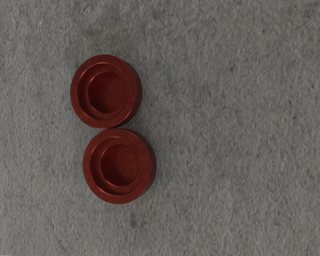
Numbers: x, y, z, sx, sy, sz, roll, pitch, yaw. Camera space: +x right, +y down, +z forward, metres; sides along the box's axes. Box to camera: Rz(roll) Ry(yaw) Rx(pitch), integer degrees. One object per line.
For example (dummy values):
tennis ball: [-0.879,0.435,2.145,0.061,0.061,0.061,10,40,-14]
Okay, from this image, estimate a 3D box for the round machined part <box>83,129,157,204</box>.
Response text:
round machined part: [-0.050,0.049,0.417,0.098,0.042,0.097,0,90,19]

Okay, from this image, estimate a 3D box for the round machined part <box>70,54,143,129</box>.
round machined part: [-0.069,-0.048,0.423,0.098,0.042,0.097,0,90,19]
